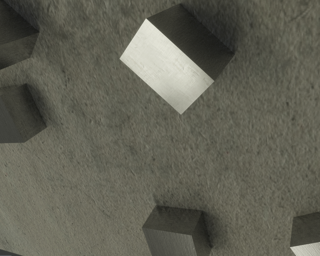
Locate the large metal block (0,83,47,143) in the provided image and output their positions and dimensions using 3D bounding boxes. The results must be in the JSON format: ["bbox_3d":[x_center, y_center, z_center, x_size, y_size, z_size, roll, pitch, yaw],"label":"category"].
[{"bbox_3d":[-0.246,-0.022,0.504,0.080,0.050,0.080,-3,117,29],"label":"large metal block"}]

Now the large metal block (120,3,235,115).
[{"bbox_3d":[0.021,-0.073,0.314,0.080,0.080,0.050,42,129,-1],"label":"large metal block"}]

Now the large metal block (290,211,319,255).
[{"bbox_3d":[0.215,0.144,0.366,0.080,0.050,0.080,-30,102,37],"label":"large metal block"}]

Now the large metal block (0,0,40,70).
[{"bbox_3d":[-0.225,-0.125,0.410,0.080,0.080,0.050,42,129,-1],"label":"large metal block"}]

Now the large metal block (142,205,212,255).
[{"bbox_3d":[0.028,0.171,0.481,0.080,0.050,0.080,-1,118,28],"label":"large metal block"}]
